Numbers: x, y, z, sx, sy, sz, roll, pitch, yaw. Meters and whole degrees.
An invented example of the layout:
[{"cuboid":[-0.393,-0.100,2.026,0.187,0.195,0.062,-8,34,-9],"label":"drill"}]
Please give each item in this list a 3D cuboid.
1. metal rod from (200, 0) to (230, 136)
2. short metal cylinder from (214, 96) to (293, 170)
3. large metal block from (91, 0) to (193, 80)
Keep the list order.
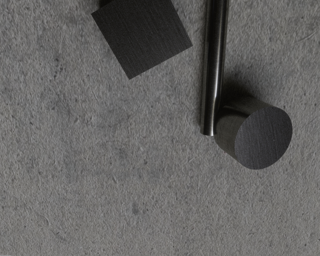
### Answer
[{"cuboid":[0.067,-0.134,0.361,0.025,0.025,0.298,0,110,0],"label":"metal rod"},{"cuboid":[0.115,0.005,0.387,0.081,0.050,0.079,-7,111,-18],"label":"short metal cylinder"},{"cuboid":[-0.018,-0.113,0.355,0.080,0.050,0.080,-27,108,9],"label":"large metal block"}]
